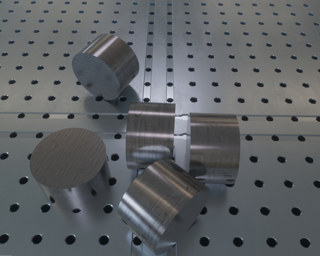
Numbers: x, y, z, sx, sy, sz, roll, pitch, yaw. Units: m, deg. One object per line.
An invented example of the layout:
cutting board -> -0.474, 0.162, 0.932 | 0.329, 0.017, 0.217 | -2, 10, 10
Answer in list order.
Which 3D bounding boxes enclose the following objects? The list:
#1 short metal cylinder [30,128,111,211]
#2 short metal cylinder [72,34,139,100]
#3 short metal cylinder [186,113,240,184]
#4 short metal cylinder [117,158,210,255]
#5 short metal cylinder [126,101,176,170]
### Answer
short metal cylinder -> -0.098, 0.046, 0.352 | 0.081, 0.050, 0.080 | 0, 50, 0
short metal cylinder -> -0.077, -0.087, 0.444 | 0.080, 0.080, 0.050 | 22, 54, 18
short metal cylinder -> 0.057, 0.023, 0.353 | 0.050, 0.080, 0.080 | 2, 50, 1
short metal cylinder -> 0.005, 0.077, 0.307 | 0.050, 0.080, 0.080 | 36, 59, 26
short metal cylinder -> -0.009, 0.010, 0.364 | 0.050, 0.080, 0.080 | 3, 50, 2
